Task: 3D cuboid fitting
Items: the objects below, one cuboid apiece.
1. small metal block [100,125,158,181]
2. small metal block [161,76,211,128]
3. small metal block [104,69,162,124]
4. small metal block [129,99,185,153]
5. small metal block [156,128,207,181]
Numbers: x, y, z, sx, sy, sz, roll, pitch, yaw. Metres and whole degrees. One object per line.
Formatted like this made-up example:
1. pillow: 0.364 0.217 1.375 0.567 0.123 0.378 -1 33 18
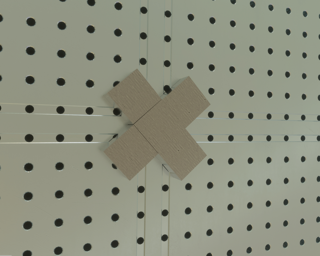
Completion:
1. small metal block: -0.040 0.031 0.399 0.050 0.025 0.050 -43 104 -15
2. small metal block: 0.032 -0.035 0.425 0.050 0.025 0.050 -43 104 -15
3. small metal block: -0.035 -0.040 0.400 0.050 0.025 0.050 -43 104 -15
4. small metal block: -0.004 -0.002 0.411 0.050 0.025 0.050 -43 104 -15
5. small metal block: 0.027 0.035 0.424 0.050 0.025 0.050 -43 104 -15
